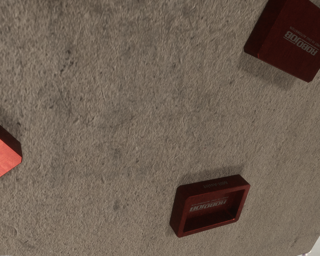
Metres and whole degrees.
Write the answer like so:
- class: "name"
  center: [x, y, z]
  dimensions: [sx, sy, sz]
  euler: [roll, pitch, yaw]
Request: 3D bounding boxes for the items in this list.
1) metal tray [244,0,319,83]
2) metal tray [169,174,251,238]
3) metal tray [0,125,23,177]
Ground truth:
- class: "metal tray"
  center: [0.189, -0.124, 0.432]
  dimensions: [0.131, 0.030, 0.089]
  euler: [13, 112, -34]
- class: "metal tray"
  center: [0.087, 0.133, 0.535]
  dimensions: [0.131, 0.030, 0.089]
  euler: [-6, 121, -26]
- class: "metal tray"
  center: [-0.220, 0.035, 0.305]
  dimensions: [0.130, 0.030, 0.090]
  euler: [-36, 130, -5]
